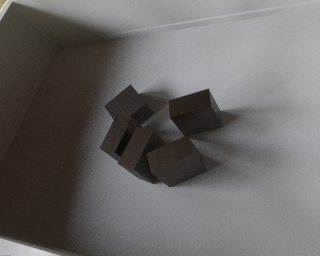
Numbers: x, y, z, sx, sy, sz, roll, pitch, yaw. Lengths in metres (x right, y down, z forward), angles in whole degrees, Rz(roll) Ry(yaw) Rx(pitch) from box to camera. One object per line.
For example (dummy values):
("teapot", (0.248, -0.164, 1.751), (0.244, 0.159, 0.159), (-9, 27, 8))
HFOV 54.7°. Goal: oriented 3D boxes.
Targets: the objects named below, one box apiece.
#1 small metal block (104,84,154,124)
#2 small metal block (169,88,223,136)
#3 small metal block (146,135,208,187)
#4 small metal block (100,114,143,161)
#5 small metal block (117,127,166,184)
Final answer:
("small metal block", (-0.045, -0.027, 0.446), (0.050, 0.025, 0.050), (-40, 51, 1))
("small metal block", (0.044, -0.017, 0.377), (0.050, 0.050, 0.025), (-15, 56, 19))
("small metal block", (0.020, 0.040, 0.355), (0.050, 0.050, 0.025), (-26, 53, 12))
("small metal block", (-0.044, 0.017, 0.402), (0.025, 0.050, 0.050), (11, 67, 33))
("small metal block", (-0.018, 0.034, 0.378), (0.025, 0.050, 0.050), (15, 69, 34))
